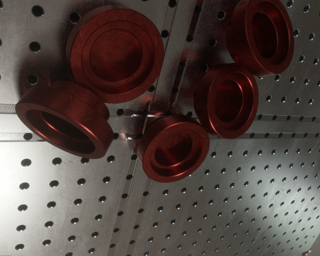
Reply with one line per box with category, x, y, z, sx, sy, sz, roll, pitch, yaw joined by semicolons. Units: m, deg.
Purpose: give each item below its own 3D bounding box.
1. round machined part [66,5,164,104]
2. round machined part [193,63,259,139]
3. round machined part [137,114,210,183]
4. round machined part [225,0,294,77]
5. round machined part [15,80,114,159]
round machined part;-0.049;-0.078;0.326;0.099;0.042;0.097;-14;125;-21
round machined part;0.083;-0.036;0.411;0.099;0.042;0.097;-7;101;-36
round machined part;0.015;0.024;0.423;0.099;0.042;0.097;-13;126;-19
round machined part;0.119;-0.111;0.380;0.099;0.042;0.097;3;85;-37
round machined part;-0.092;-0.011;0.320;0.098;0.098;0.042;51;52;-40
